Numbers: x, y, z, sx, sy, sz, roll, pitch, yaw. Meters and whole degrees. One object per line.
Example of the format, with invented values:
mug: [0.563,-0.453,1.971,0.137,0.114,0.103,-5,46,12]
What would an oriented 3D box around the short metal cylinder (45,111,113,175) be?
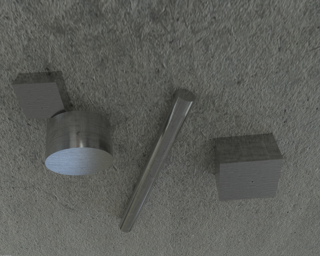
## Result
short metal cylinder: [-0.101,0.021,0.390,0.081,0.050,0.080,-7,150,-4]

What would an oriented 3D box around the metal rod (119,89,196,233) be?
metal rod: [-0.015,0.068,0.465,0.025,0.025,0.298,14,129,-12]

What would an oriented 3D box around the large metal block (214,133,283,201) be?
large metal block: [0.122,0.057,0.441,0.080,0.050,0.080,-5,130,4]

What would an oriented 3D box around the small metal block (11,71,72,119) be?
small metal block: [-0.140,-0.039,0.372,0.050,0.025,0.050,-3,130,2]
